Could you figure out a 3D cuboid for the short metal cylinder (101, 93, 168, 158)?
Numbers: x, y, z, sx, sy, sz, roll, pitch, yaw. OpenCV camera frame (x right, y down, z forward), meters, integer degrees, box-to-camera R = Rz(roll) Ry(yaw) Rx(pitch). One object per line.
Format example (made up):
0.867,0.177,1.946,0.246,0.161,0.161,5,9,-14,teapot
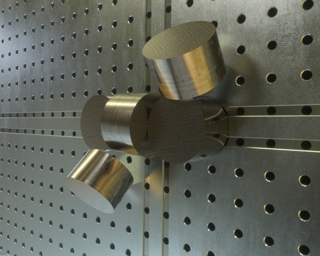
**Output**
-0.028,-0.005,0.394,0.050,0.081,0.079,6,94,39,short metal cylinder

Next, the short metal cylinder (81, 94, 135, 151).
-0.069,-0.007,0.447,0.080,0.050,0.079,0,90,39,short metal cylinder

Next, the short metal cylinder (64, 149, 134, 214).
-0.084,0.075,0.433,0.080,0.050,0.080,23,146,17,short metal cylinder

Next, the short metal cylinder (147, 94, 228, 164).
0.032,0.000,0.364,0.080,0.050,0.079,0,90,39,short metal cylinder

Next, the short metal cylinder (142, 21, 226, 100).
0.027,-0.075,0.341,0.080,0.080,0.050,11,139,39,short metal cylinder
